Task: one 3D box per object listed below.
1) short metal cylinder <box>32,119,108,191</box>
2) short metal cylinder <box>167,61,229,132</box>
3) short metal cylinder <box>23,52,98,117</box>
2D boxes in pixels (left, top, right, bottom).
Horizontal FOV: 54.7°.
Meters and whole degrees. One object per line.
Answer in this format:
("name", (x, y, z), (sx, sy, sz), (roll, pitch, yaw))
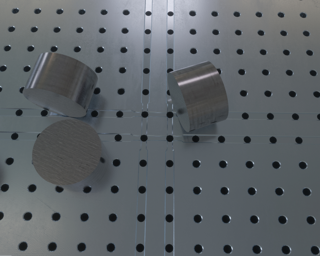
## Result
("short metal cylinder", (-0.108, 0.035, 0.385), (0.081, 0.050, 0.080), (0, 70, 0))
("short metal cylinder", (0.047, -0.040, 0.397), (0.050, 0.080, 0.080), (-18, 71, -7))
("short metal cylinder", (-0.127, -0.053, 0.401), (0.080, 0.080, 0.050), (12, 71, 4))
